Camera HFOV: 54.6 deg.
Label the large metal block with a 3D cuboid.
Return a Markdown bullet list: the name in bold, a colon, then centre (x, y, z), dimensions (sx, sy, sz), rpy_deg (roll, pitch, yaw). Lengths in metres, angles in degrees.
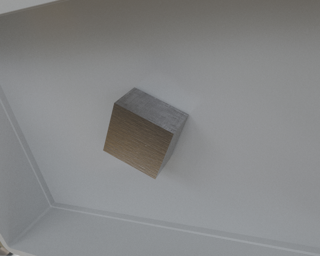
- **large metal block**: centre (-0.020, 0.007, 0.403), dimensions (0.080, 0.050, 0.079), rpy_deg (28, 127, 10)
